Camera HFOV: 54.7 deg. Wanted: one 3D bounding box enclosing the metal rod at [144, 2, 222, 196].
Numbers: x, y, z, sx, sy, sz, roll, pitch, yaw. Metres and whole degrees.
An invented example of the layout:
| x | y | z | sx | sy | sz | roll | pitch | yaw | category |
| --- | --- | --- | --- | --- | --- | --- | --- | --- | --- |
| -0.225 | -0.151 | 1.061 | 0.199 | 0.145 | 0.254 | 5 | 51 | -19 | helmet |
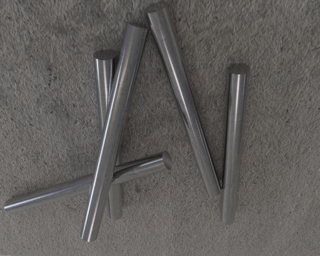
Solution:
| x | y | z | sx | sy | sz | roll | pitch | yaw | category |
| --- | --- | --- | --- | --- | --- | --- | --- | --- | --- |
| 0.041 | -0.011 | 0.398 | 0.025 | 0.025 | 0.299 | -14 | 129 | 11 | metal rod |

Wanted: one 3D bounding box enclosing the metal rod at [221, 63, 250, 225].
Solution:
| x | y | z | sx | sy | sz | roll | pitch | yaw | category |
| --- | --- | --- | --- | --- | --- | --- | --- | --- | --- |
| 0.104 | 0.046 | 0.446 | 0.025 | 0.025 | 0.298 | -4 | 130 | 3 | metal rod |

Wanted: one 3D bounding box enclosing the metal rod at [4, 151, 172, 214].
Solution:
| x | y | z | sx | sy | sz | roll | pitch | yaw | category |
| --- | --- | --- | --- | --- | --- | --- | --- | --- | --- |
| -0.119 | 0.085 | 0.453 | 0.300 | 0.025 | 0.025 | -19 | 128 | 25 | metal rod |

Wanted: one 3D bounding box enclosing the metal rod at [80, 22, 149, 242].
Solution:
| x | y | z | sx | sy | sz | roll | pitch | yaw | category |
| --- | --- | --- | --- | --- | --- | --- | --- | --- | --- |
| -0.062 | 0.024 | 0.380 | 0.025 | 0.025 | 0.298 | 12 | 115 | -10 | metal rod |

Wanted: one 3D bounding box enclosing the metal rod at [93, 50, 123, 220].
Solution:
| x | y | z | sx | sy | sz | roll | pitch | yaw | category |
| --- | --- | --- | --- | --- | --- | --- | --- | --- | --- |
| -0.068 | 0.033 | 0.434 | 0.025 | 0.025 | 0.298 | 2 | 130 | -2 | metal rod |
